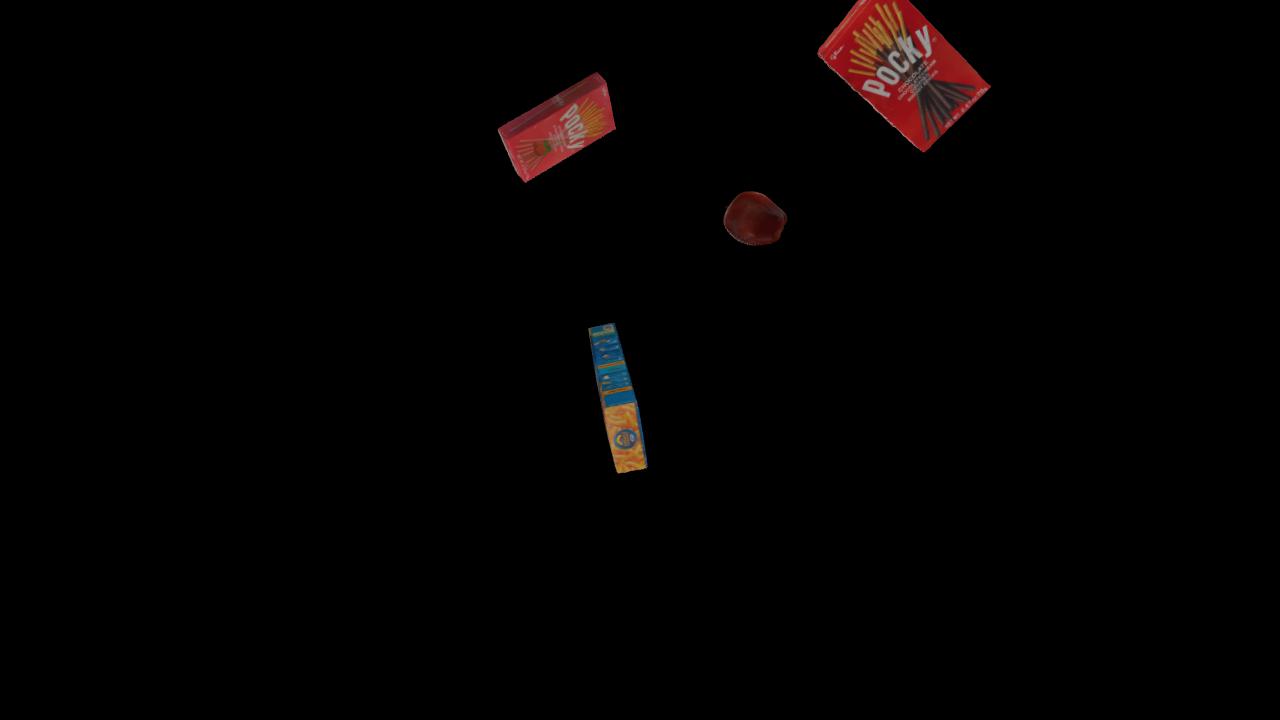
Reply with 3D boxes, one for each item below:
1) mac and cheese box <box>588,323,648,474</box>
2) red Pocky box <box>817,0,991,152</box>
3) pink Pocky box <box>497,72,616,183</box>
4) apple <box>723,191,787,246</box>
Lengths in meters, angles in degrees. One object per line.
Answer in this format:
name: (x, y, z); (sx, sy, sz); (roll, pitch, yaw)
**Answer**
mac and cheese box: (-0.028, 0.039, 0.729); (0.041, 0.093, 0.184); (-10, 30, -4)
red Pocky box: (0.257, -0.283, 0.601); (0.155, 0.083, 0.028); (31, 31, -19)
pink Pocky box: (-0.107, -0.310, 0.825); (0.155, 0.029, 0.084); (-33, -23, -8)
apple: (0.170, -0.211, 0.925); (0.093, 0.079, 0.079); (26, 7, 13)
